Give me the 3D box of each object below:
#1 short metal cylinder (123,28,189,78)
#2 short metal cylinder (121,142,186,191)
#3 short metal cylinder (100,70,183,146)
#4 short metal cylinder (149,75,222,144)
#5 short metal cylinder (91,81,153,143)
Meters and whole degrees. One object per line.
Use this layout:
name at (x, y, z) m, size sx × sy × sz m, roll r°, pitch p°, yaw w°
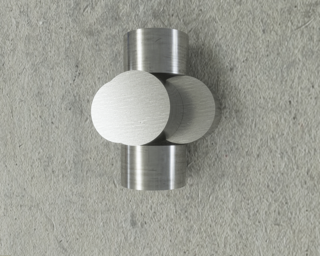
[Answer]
short metal cylinder at (-0.005, -0.086, 0.382) m, size 0.080 × 0.080 × 0.050 m, roll 0°, pitch 90°, yaw 19°
short metal cylinder at (-0.008, 0.044, 0.383) m, size 0.080 × 0.080 × 0.050 m, roll 0°, pitch 90°, yaw 19°
short metal cylinder at (-0.019, -0.021, 0.349) m, size 0.080 × 0.050 × 0.079 m, roll 0°, pitch 90°, yaw 19°
short metal cylinder at (0.033, -0.022, 0.385) m, size 0.080 × 0.050 × 0.079 m, roll 0°, pitch 90°, yaw 19°
short metal cylinder at (-0.043, -0.021, 0.411) m, size 0.080 × 0.050 × 0.079 m, roll 0°, pitch 90°, yaw 19°
